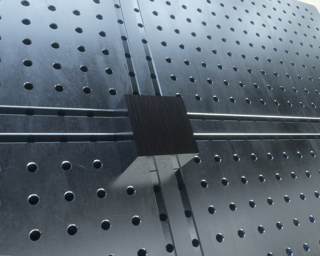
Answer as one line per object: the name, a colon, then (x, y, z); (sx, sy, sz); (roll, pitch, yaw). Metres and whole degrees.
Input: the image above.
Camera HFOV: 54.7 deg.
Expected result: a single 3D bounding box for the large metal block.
large metal block: (-0.008, 0.007, 0.385); (0.081, 0.050, 0.080); (-1, 62, -29)
